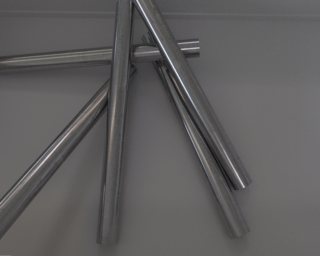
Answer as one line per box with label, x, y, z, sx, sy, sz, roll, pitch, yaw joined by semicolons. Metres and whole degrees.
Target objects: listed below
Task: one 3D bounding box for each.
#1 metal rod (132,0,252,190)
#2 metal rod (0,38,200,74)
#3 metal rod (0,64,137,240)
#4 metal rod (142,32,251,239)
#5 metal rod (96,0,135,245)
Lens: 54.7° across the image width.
metal rod;0.033;-0.060;0.391;0.025;0.025;0.299;-28;88;-10
metal rod;-0.098;-0.097;0.427;0.302;0.025;0.025;-4;70;5
metal rod;-0.110;0.019;0.354;0.025;0.025;0.301;26;54;9
metal rod;0.040;-0.005;0.411;0.025;0.025;0.299;-20;71;-7
metal rod;-0.053;-0.014;0.383;0.025;0.025;0.298;3;81;1
